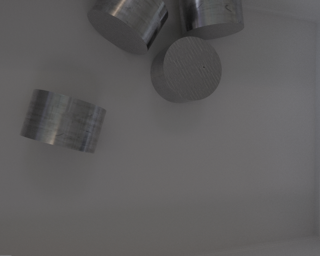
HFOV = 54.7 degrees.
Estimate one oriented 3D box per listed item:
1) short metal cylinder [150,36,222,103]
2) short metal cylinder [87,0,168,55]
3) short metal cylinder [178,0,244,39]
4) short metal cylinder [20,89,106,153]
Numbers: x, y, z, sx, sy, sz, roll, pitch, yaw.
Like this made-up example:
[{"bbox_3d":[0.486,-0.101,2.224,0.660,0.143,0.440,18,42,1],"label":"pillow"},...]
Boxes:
[{"bbox_3d":[0.033,-0.074,0.409,0.081,0.050,0.080,0,90,-20],"label":"short metal cylinder"},{"bbox_3d":[-0.038,-0.132,0.367,0.080,0.080,0.050,32,80,-17],"label":"short metal cylinder"},{"bbox_3d":[0.066,-0.150,0.405,0.081,0.080,0.050,-7,93,-20],"label":"short metal cylinder"},{"bbox_3d":[-0.105,-0.006,0.342,0.081,0.080,0.050,17,85,-19],"label":"short metal cylinder"}]
